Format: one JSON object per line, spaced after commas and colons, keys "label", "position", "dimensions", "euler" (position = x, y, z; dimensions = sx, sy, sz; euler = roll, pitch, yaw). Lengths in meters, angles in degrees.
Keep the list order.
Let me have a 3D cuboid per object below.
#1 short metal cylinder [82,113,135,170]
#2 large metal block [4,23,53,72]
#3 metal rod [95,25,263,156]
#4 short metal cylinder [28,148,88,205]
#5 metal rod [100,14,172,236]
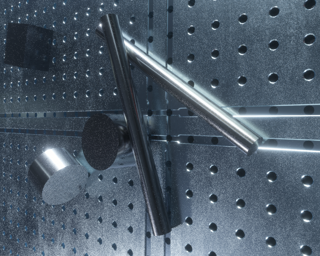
{"label": "short metal cylinder", "position": [-0.068, 0.019, 0.450], "dimensions": [0.080, 0.050, 0.080], "euler": [0, 90, 40]}
{"label": "large metal block", "position": [-0.259, -0.159, 0.607], "dimensions": [0.080, 0.050, 0.079], "euler": [18, 101, 38]}
{"label": "metal rod", "position": [0.005, -0.066, 0.405], "dimensions": [0.300, 0.025, 0.025], "euler": [42, 115, 32]}
{"label": "short metal cylinder", "position": [-0.168, 0.079, 0.512], "dimensions": [0.050, 0.081, 0.079], "euler": [37, 113, 34]}
{"label": "metal rod", "position": [-0.033, -0.007, 0.417], "dimensions": [0.025, 0.025, 0.298], "euler": [-17, 85, 39]}
